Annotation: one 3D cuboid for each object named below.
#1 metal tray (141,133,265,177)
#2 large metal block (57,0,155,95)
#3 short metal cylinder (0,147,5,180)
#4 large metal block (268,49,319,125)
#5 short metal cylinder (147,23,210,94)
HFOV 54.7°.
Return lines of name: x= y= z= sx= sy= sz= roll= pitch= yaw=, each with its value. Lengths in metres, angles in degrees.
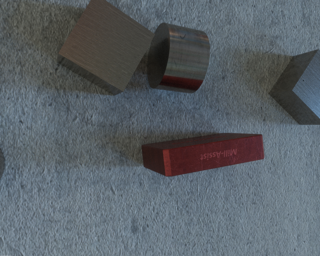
metal tray: x=0.052 y=0.030 z=0.393 sx=0.131 sy=0.090 sz=0.030 roll=-7 pitch=93 yaw=-20
large metal block: x=-0.065 y=-0.096 z=0.372 sx=0.080 sy=0.050 sz=0.080 roll=30 pitch=80 yaw=-18
short metal cylinder: x=-0.208 y=0.041 z=0.319 sx=0.081 sy=0.050 sz=0.080 roll=0 pitch=90 yaw=-20
large metal block: x=0.232 y=-0.061 z=0.482 sx=0.080 sy=0.050 sz=0.080 roll=40 pitch=77 yaw=-16
short metal cylinder: x=0.020 y=-0.086 z=0.387 sx=0.050 sy=0.080 sz=0.080 roll=5 pitch=88 yaw=-20
